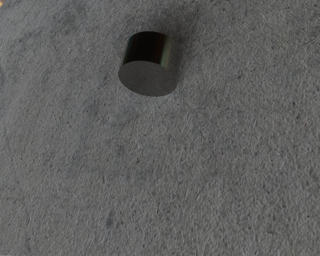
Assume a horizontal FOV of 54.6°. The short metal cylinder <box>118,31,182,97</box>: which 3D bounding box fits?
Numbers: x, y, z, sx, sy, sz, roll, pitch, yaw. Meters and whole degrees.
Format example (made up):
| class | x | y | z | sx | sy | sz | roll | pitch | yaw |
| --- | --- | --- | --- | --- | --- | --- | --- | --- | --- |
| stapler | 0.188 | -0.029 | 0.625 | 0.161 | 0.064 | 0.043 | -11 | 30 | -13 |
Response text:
| class | x | y | z | sx | sy | sz | roll | pitch | yaw |
| --- | --- | --- | --- | --- | --- | --- | --- | --- | --- |
| short metal cylinder | -0.013 | -0.086 | 0.429 | 0.080 | 0.080 | 0.050 | -4 | 60 | 26 |
